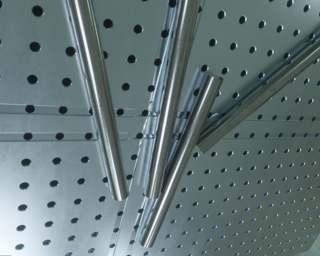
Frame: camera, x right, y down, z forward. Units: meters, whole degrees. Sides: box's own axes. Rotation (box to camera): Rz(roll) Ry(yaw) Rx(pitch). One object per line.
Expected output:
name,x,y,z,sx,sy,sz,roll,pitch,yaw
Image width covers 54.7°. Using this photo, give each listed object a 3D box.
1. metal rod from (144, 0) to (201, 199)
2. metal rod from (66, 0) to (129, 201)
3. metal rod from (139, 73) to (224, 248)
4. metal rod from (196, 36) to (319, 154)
metal rod,0.012,-0.032,0.399,0.025,0.025,0.298,-4,121,-27
metal rod,-0.067,-0.029,0.357,0.025,0.025,0.298,-18,126,-18
metal rod,0.025,0.061,0.464,0.025,0.025,0.298,6,115,-32
metal rod,0.173,-0.066,0.467,0.300,0.025,0.025,-40,130,-2
